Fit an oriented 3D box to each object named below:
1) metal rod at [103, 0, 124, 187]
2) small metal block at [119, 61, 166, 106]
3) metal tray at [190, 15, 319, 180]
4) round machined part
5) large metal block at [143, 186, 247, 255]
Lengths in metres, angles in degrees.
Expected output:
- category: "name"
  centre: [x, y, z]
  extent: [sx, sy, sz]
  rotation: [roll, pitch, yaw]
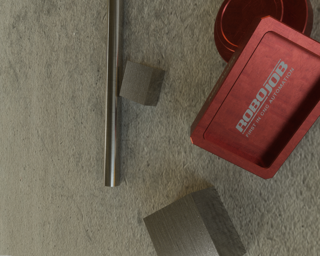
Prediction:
- category: "metal rod"
  centre: [-0.069, -0.064, 0.461]
  extent: [0.025, 0.025, 0.298]
  rotation: [3, 92, 40]
- category: "small metal block"
  centre: [-0.025, -0.061, 0.426]
  extent: [0.050, 0.025, 0.050]
  rotation: [24, 105, 37]
- category: "metal tray"
  centre: [0.097, -0.025, 0.289]
  extent: [0.090, 0.030, 0.129]
  rotation: [27, 112, -4]
- category: "round machined part"
  centre: [0.097, -0.106, 0.314]
  extent: [0.098, 0.042, 0.097]
  rotation: [0, 90, 40]
- category: "large metal block"
  centre: [0.038, 0.123, 0.358]
  extent: [0.080, 0.050, 0.080]
  rotation: [-37, 67, 33]
